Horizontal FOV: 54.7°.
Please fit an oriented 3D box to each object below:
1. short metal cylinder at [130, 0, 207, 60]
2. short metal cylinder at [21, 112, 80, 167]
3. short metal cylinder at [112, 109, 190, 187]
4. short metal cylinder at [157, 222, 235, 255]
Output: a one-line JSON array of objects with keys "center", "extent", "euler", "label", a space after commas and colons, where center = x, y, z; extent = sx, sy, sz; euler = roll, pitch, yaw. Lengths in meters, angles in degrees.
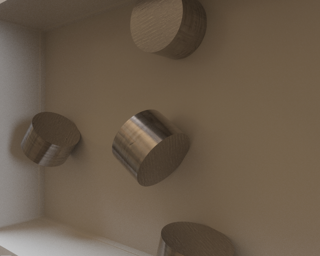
[{"center": [0.010, -0.128, 0.381], "extent": [0.080, 0.050, 0.079], "euler": [0, 90, 39], "label": "short metal cylinder"}, {"center": [-0.182, 0.018, 0.518], "extent": [0.050, 0.081, 0.080], "euler": [-52, 60, 27], "label": "short metal cylinder"}, {"center": [-0.010, 0.024, 0.378], "extent": [0.050, 0.081, 0.079], "euler": [42, 115, 32], "label": "short metal cylinder"}, {"center": [0.036, 0.145, 0.340], "extent": [0.080, 0.081, 0.050], "euler": [18, 101, 38], "label": "short metal cylinder"}]
